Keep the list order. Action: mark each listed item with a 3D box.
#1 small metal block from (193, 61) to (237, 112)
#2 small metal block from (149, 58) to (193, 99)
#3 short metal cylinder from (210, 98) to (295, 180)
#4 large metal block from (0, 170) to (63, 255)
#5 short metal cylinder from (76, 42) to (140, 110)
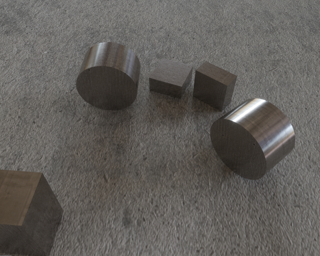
[{"bbox_3d":[0.076,-0.058,0.437,0.050,0.050,0.025,32,57,24],"label":"small metal block"},{"bbox_3d":[0.017,-0.075,0.467,0.050,0.025,0.050,18,52,14],"label":"small metal block"},{"bbox_3d":[0.105,0.012,0.358,0.050,0.080,0.080,-33,57,-24],"label":"short metal cylinder"},{"bbox_3d":[-0.149,0.082,0.297,0.080,0.080,0.050,4,50,3],"label":"large metal block"},{"bbox_3d":[-0.069,-0.070,0.426,0.080,0.080,0.050,2,50,2],"label":"short metal cylinder"}]
